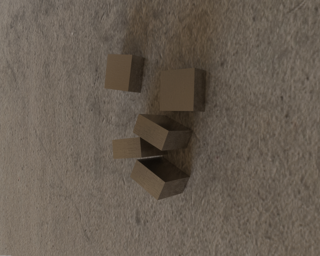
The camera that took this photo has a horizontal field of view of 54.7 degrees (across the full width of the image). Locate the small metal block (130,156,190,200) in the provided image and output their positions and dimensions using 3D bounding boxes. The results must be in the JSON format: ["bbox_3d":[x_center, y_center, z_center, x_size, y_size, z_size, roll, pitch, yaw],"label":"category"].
[{"bbox_3d":[0.000,0.061,0.387,0.050,0.050,0.025,34,111,34],"label":"small metal block"}]

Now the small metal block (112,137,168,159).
[{"bbox_3d":[-0.026,0.025,0.408,0.050,0.050,0.025,-7,86,39],"label":"small metal block"}]

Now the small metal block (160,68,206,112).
[{"bbox_3d":[0.028,-0.045,0.380,0.050,0.025,0.050,3,92,39],"label":"small metal block"}]

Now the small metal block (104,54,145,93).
[{"bbox_3d":[-0.052,-0.079,0.445,0.050,0.025,0.050,12,98,39],"label":"small metal block"}]

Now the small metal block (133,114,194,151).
[{"bbox_3d":[0.004,0.004,0.384,0.050,0.050,0.025,30,109,35],"label":"small metal block"}]
